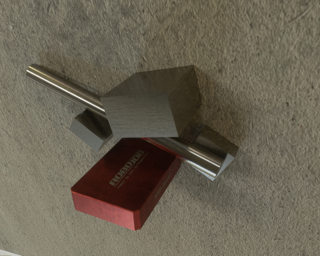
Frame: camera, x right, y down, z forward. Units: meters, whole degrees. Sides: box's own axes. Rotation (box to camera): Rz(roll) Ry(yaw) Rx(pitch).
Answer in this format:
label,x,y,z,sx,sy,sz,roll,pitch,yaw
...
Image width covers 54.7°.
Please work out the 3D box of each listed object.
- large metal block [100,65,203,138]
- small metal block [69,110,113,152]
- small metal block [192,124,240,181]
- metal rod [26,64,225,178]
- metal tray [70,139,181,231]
label,x,y,z,sx,sy,sz,roll,pitch,yaw
large metal block,-0.006,-0.031,0.354,0.080,0.080,0.050,-2,118,29
small metal block,-0.089,-0.002,0.435,0.050,0.050,0.025,38,129,2
small metal block,0.063,0.031,0.394,0.050,0.025,0.050,36,129,4
metal rod,-0.058,-0.017,0.409,0.301,0.025,0.025,27,128,17
metal tray,-0.037,0.062,0.397,0.090,0.131,0.030,12,123,21
